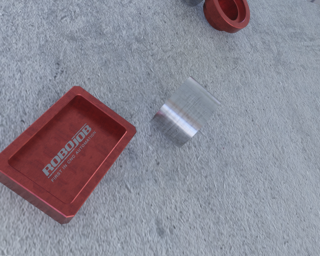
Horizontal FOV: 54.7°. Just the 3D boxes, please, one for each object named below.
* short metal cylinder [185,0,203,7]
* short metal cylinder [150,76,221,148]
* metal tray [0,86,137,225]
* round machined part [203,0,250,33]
[{"bbox_3d":[0.067,-0.273,0.571,0.050,0.080,0.081,49,51,6],"label":"short metal cylinder"},{"bbox_3d":[0.032,-0.021,0.398,0.050,0.080,0.080,42,51,0],"label":"short metal cylinder"},{"bbox_3d":[-0.096,0.023,0.334,0.090,0.030,0.130,37,51,-4],"label":"metal tray"},{"bbox_3d":[0.120,-0.223,0.583,0.099,0.042,0.098,11,70,-33],"label":"round machined part"}]
